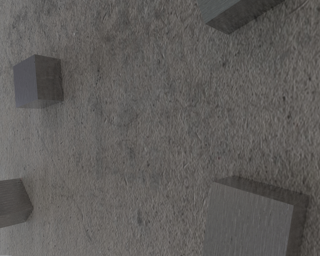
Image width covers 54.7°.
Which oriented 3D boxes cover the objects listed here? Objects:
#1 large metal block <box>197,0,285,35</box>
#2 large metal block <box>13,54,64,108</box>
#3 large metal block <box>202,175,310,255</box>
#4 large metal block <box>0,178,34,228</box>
[{"bbox_3d":[0.081,-0.158,0.322,0.080,0.050,0.080,-25,74,37],"label":"large metal block"},{"bbox_3d":[-0.227,-0.083,0.576,0.080,0.050,0.080,-11,83,39],"label":"large metal block"},{"bbox_3d":[0.095,0.099,0.311,0.080,0.050,0.079,11,97,39],"label":"large metal block"},{"bbox_3d":[-0.320,0.155,0.634,0.050,0.081,0.080,-52,60,27],"label":"large metal block"}]
